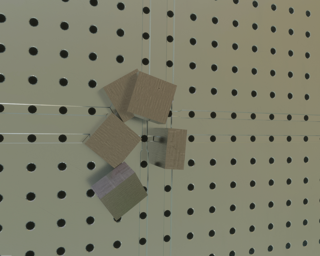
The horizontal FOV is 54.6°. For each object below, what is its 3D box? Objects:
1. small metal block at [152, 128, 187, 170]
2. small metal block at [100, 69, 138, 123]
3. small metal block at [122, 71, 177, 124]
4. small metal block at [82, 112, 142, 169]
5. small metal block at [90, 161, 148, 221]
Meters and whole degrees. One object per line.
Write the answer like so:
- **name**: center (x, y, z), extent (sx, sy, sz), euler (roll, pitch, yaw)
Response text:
- **small metal block**: center (0.011, 0.026, 0.403), extent (0.025, 0.050, 0.050), euler (6, 88, -20)
- **small metal block**: center (-0.041, -0.041, 0.397), extent (0.050, 0.025, 0.050), euler (-33, 101, -17)
- **small metal block**: center (-0.013, -0.036, 0.381), extent (0.050, 0.025, 0.050), euler (18, 84, -20)
- **small metal block**: center (-0.060, 0.016, 0.390), extent (0.050, 0.025, 0.050), euler (43, 77, -15)
- **small metal block**: center (-0.049, 0.078, 0.382), extent (0.050, 0.025, 0.050), euler (-37, 134, -16)
